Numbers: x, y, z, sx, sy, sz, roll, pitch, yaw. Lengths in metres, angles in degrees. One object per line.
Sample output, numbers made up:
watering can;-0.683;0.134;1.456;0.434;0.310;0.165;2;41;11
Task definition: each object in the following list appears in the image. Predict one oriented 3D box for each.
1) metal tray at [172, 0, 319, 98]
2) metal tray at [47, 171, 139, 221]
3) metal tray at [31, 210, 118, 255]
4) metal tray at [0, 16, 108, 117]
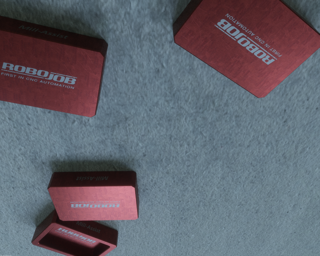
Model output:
metal tray;0.090;-0.097;0.323;0.131;0.030;0.090;28;125;-22
metal tray;-0.102;0.110;0.496;0.131;0.030;0.089;-1;130;0
metal tray;-0.156;0.203;0.574;0.131;0.030;0.090;31;123;-24
metal tray;-0.131;-0.066;0.346;0.131;0.030;0.089;11;129;-10
